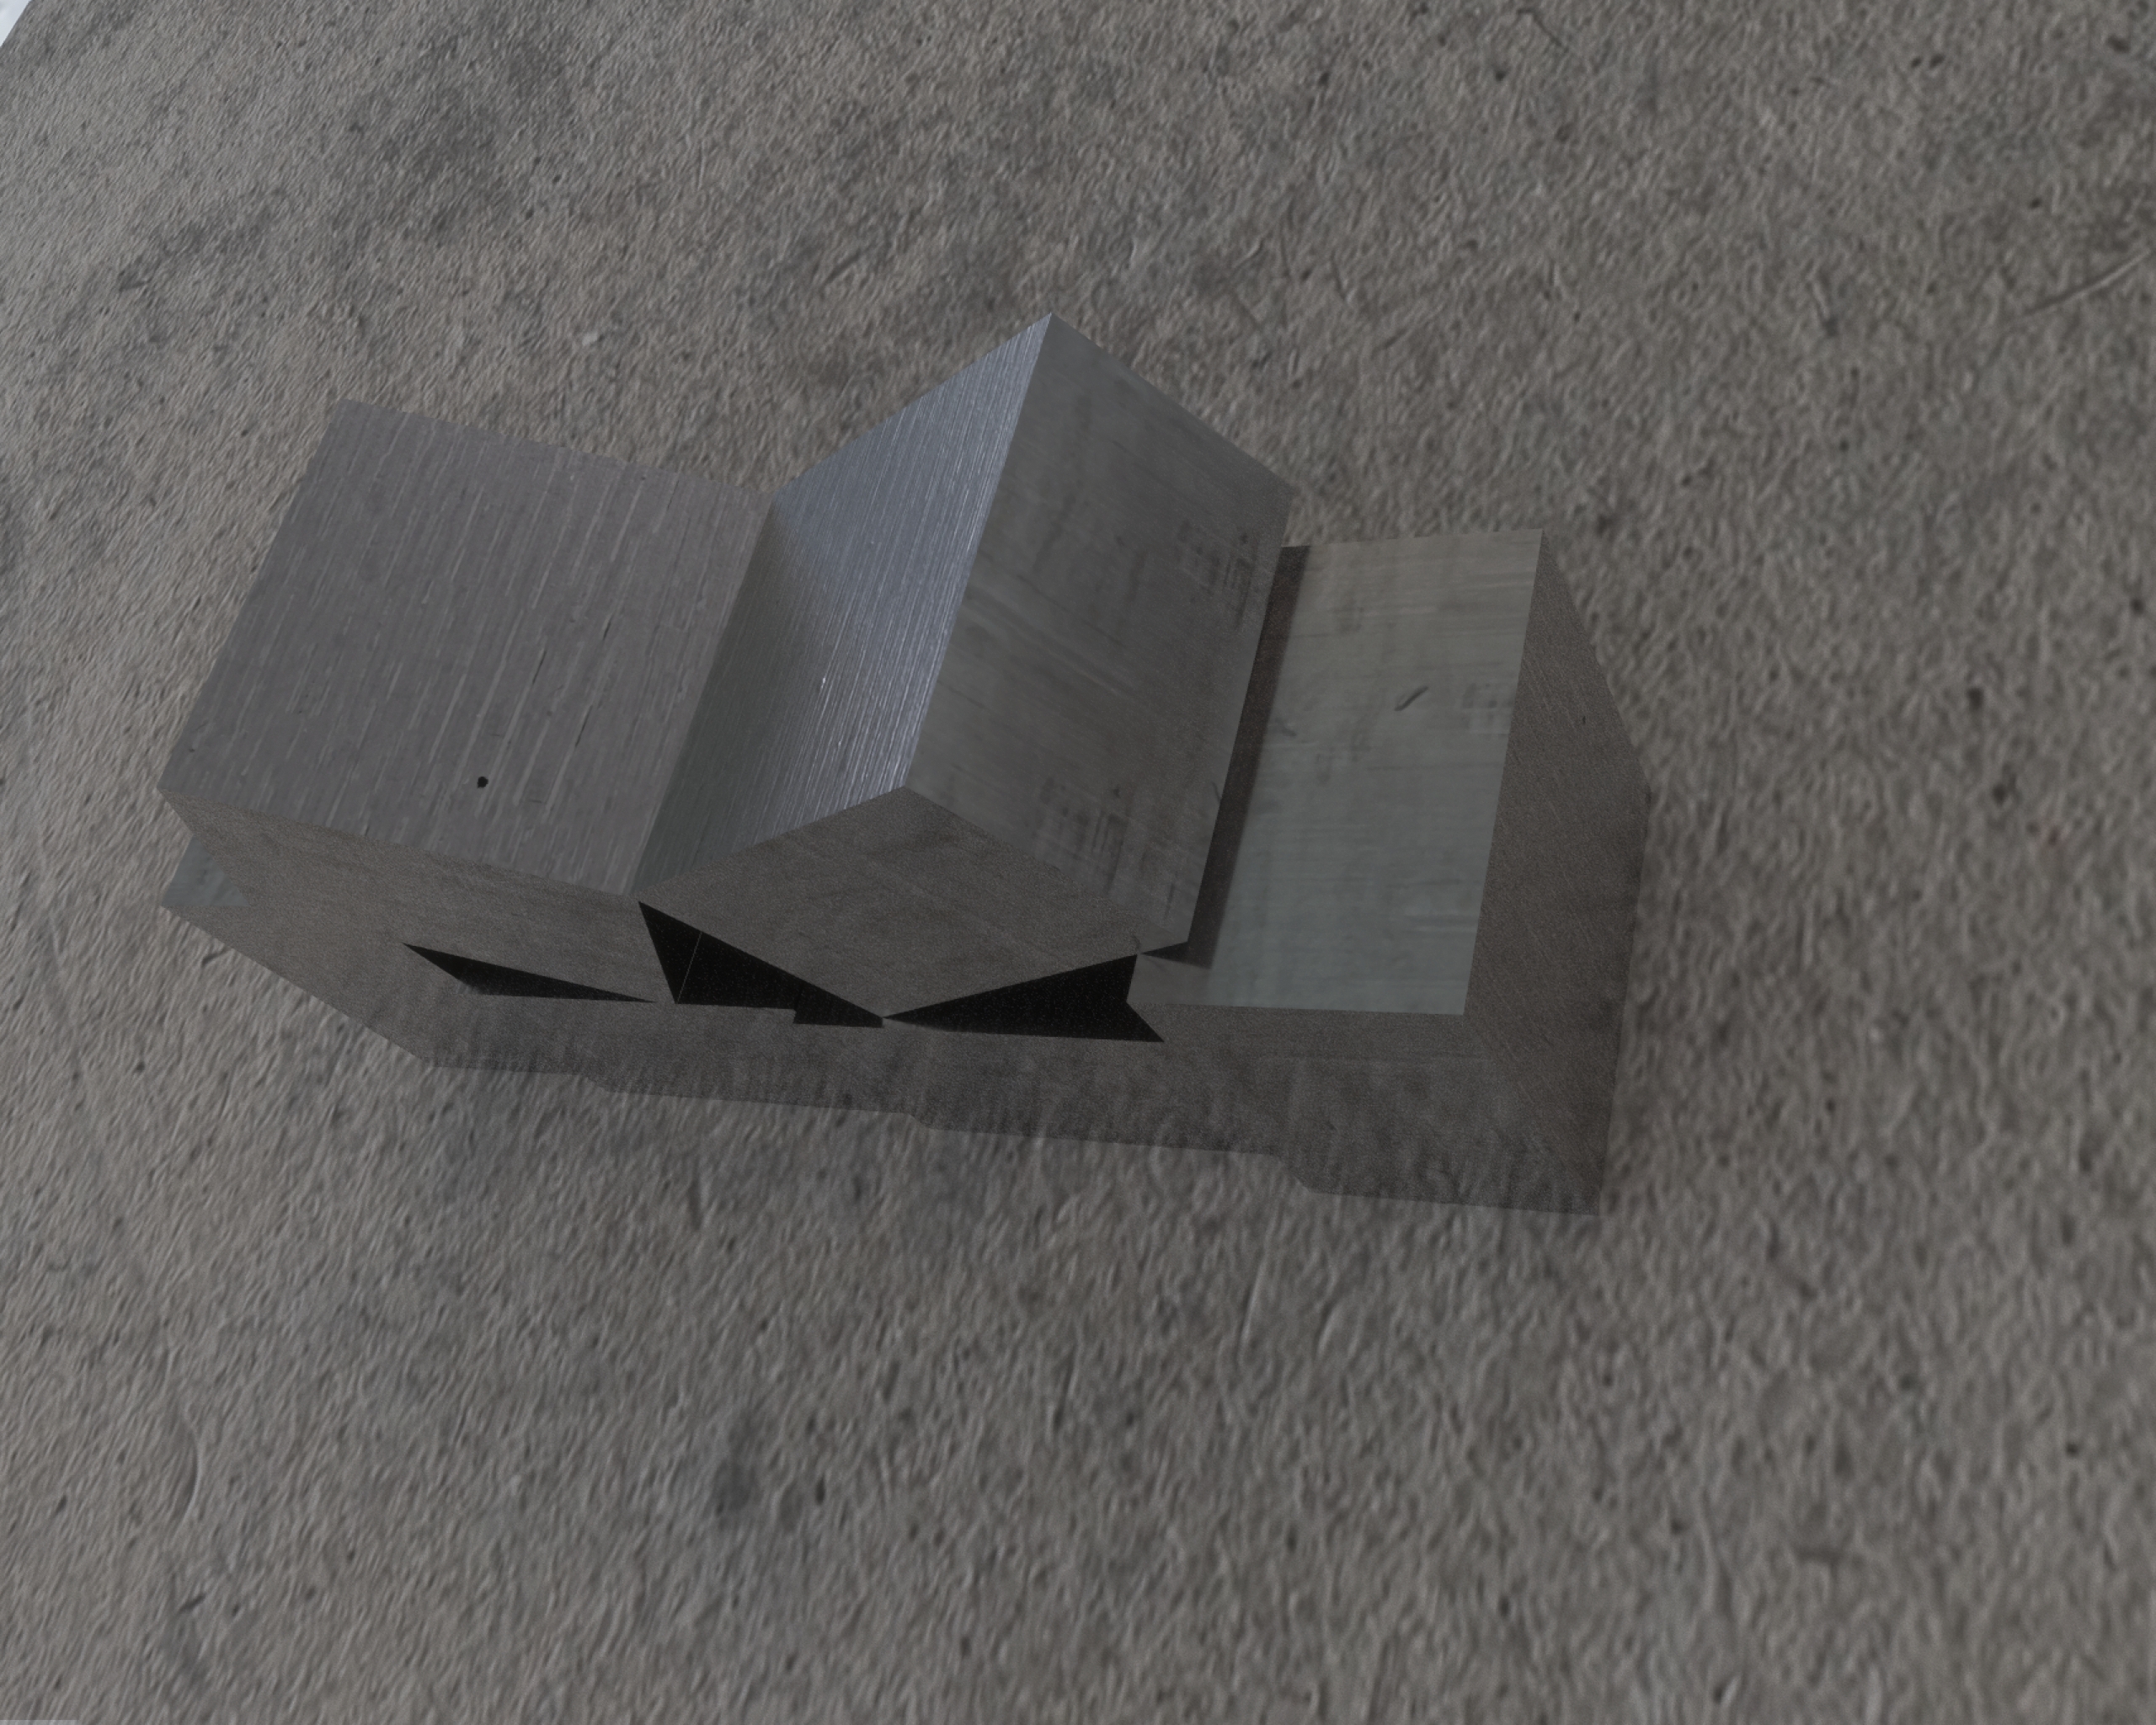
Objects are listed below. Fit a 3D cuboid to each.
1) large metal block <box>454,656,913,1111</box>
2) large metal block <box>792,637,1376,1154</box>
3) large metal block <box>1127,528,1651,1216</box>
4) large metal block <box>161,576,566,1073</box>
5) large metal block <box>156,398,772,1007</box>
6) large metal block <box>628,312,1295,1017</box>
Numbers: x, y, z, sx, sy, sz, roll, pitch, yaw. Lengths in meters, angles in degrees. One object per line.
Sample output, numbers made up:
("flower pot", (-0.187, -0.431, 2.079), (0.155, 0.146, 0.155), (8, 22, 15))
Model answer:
("large metal block", (-0.066, 0.002, 0.421), (0.080, 0.050, 0.080), (0, 62, 28))
("large metal block", (0.005, 0.005, 0.382), (0.080, 0.050, 0.080), (0, 62, 28))
("large metal block", (0.055, 0.004, 0.337), (0.050, 0.080, 0.080), (0, 62, 28))
("large metal block", (-0.131, -0.008, 0.442), (0.050, 0.080, 0.080), (-1, 62, 28))
("large metal block", (-0.102, -0.028, 0.374), (0.080, 0.050, 0.080), (13, 65, 3))
("large metal block", (-0.019, -0.027, 0.331), (0.080, 0.050, 0.080), (-18, 50, 50))
